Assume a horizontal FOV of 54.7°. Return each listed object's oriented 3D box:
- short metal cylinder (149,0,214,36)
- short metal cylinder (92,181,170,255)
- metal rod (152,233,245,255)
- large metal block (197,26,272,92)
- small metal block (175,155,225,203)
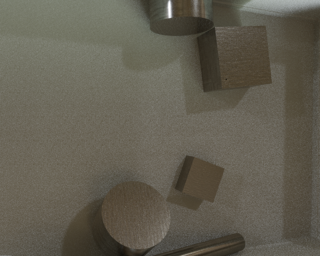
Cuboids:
[{"bbox_3d":[0.027,-0.153,0.392,0.081,0.080,0.050,-3,91,-20],"label":"short metal cylinder"},{"bbox_3d":[-0.035,0.110,0.365,0.081,0.050,0.080,14,48,-16],"label":"short metal cylinder"},{"bbox_3d":[-0.009,0.165,0.367,0.302,0.025,0.025,1,90,-35],"label":"metal rod"},{"bbox_3d":[0.105,-0.096,0.437,0.081,0.050,0.079,-8,93,-20],"label":"large metal block"},{"bbox_3d":[0.056,0.071,0.433,0.050,0.025,0.050,22,82,-19],"label":"small metal block"}]
